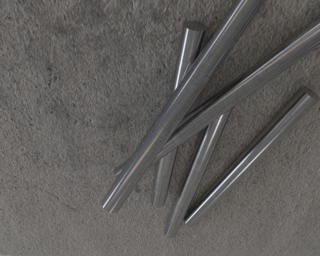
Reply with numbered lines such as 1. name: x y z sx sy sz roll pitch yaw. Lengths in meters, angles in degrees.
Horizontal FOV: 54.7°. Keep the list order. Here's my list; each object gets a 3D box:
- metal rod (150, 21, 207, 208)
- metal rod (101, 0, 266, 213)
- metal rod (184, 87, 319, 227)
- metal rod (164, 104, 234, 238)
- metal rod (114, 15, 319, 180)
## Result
1. metal rod: 0.016 0.008 0.413 0.025 0.025 0.298 6 130 -5
2. metal rod: 0.015 -0.018 0.344 0.025 0.025 0.298 26 111 -21
3. metal rod: 0.118 0.061 0.459 0.025 0.025 0.298 20 127 -16
4. metal rod: 0.049 0.080 0.475 0.025 0.025 0.298 9 130 -8
5. metal rod: 0.061 -0.022 0.363 0.300 0.025 0.025 -37 121 18
